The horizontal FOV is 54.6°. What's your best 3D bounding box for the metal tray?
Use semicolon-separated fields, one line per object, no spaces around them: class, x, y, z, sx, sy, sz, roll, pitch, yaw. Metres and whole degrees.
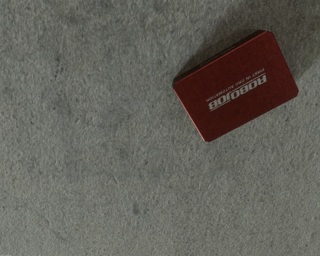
metal tray;0.093;-0.051;0.389;0.130;0.030;0.090;-29;108;10
